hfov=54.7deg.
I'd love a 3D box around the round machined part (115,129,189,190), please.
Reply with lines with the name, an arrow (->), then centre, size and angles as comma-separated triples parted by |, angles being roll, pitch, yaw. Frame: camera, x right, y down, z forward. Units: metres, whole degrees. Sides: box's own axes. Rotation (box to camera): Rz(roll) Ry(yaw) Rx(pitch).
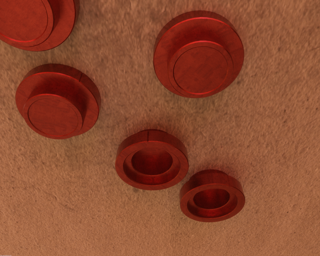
round machined part -> -0.011, 0.040, 0.430 | 0.099, 0.042, 0.097 | -1, 130, 0

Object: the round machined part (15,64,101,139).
round machined part -> -0.123, -0.024, 0.373 | 0.099, 0.042, 0.097 | -1, 130, 0

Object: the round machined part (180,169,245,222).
round machined part -> 0.080, 0.102, 0.484 | 0.099, 0.042, 0.097 | -1, 130, 0

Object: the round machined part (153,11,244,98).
round machined part -> 0.042, -0.071, 0.336 | 0.099, 0.042, 0.097 | -1, 130, 0

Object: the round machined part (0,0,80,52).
round machined part -> -0.130, -0.117, 0.294 | 0.099, 0.042, 0.097 | -1, 130, 0
